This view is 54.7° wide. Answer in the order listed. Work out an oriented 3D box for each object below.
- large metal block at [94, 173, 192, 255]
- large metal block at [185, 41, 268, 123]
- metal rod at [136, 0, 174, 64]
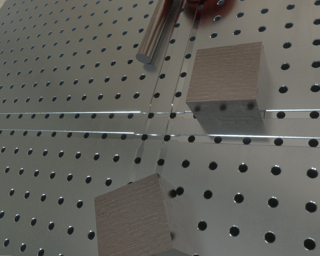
[{"bbox_3d":[-0.021,0.107,0.338,0.080,0.050,0.080,-24,53,13],"label":"large metal block"},{"bbox_3d":[0.085,-0.054,0.381,0.080,0.050,0.080,0,62,28],"label":"large metal block"},{"bbox_3d":[0.018,-0.240,0.546,0.025,0.025,0.300,5,64,30],"label":"metal rod"}]
